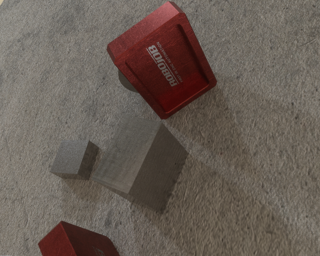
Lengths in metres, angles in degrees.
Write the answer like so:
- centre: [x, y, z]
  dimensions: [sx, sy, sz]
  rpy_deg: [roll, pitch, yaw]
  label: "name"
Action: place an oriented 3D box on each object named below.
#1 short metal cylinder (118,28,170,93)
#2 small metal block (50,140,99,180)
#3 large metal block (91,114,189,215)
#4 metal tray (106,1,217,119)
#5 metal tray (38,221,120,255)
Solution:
- centre: [-0.020, -0.094, 0.437]
  dimensions: [0.080, 0.080, 0.050]
  rpy_deg: [-21, 54, 16]
  label: "short metal cylinder"
- centre: [-0.121, 0.045, 0.440]
  dimensions: [0.050, 0.025, 0.050]
  rpy_deg: [-1, 61, 28]
  label: "small metal block"
- centre: [-0.018, 0.042, 0.352]
  dimensions: [0.050, 0.080, 0.080]
  rpy_deg: [13, 68, 33]
  label: "large metal block"
- centre: [0.008, -0.074, 0.378]
  dimensions: [0.090, 0.130, 0.030]
  rpy_deg: [-34, 52, 6]
  label: "metal tray"
- centre: [-0.055, 0.155, 0.295]
  dimensions: [0.030, 0.090, 0.130]
  rpy_deg: [-44, 51, -2]
  label: "metal tray"
